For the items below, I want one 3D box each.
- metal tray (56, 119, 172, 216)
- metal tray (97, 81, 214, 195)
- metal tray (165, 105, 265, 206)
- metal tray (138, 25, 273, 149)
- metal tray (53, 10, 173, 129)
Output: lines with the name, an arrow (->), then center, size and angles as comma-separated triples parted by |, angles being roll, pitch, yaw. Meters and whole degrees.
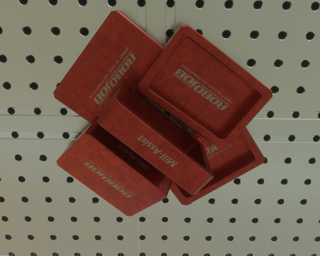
metal tray -> -0.061, 0.058, 0.411 | 0.130, 0.030, 0.090 | 40, 130, -14
metal tray -> -0.003, 0.008, 0.349 | 0.130, 0.090, 0.030 | 39, 105, -14
metal tray -> 0.063, 0.038, 0.424 | 0.130, 0.030, 0.090 | -32, 107, 10
metal tray -> 0.051, -0.046, 0.362 | 0.130, 0.030, 0.090 | 34, 106, -12
metal tray -> -0.057, -0.066, 0.385 | 0.090, 0.030, 0.130 | 37, 106, -13
